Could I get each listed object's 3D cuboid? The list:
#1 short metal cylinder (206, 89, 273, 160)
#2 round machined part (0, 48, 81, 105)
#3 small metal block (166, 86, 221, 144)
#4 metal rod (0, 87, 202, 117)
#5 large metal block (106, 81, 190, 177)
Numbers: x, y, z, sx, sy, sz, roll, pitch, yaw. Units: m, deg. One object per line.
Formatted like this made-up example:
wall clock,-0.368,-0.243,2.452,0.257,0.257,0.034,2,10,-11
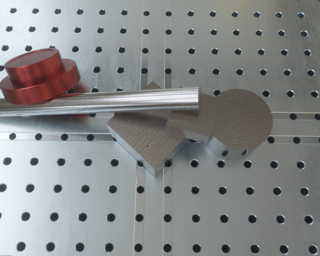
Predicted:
short metal cylinder,0.097,-0.004,0.401,0.081,0.050,0.080,0,70,0
round machined part,-0.157,-0.072,0.398,0.099,0.042,0.098,-9,31,6
small metal block,0.039,-0.015,0.362,0.050,0.025,0.050,18,71,6
metal rod,-0.101,-0.029,0.375,0.301,0.025,0.025,-1,69,17
large metal block,-0.008,0.001,0.395,0.080,0.050,0.080,42,75,13
